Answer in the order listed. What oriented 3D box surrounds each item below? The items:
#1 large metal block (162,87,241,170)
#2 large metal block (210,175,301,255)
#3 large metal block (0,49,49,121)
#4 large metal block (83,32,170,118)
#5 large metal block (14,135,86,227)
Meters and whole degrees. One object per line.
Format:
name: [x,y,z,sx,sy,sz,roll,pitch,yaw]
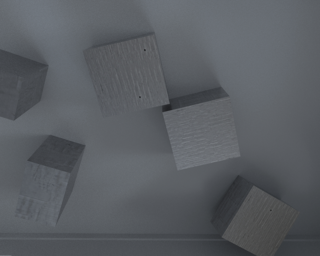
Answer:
large metal block: [0.051,0.000,0.399,0.080,0.050,0.080,-13,110,4]
large metal block: [0.132,0.125,0.436,0.080,0.050,0.080,30,92,-11]
large metal block: [-0.188,-0.056,0.359,0.080,0.080,0.050,18,109,-7]
large metal block: [-0.037,-0.065,0.374,0.080,0.050,0.079,-12,110,4]
large metal block: [-0.140,0.066,0.404,0.050,0.080,0.079,18,109,-7]
